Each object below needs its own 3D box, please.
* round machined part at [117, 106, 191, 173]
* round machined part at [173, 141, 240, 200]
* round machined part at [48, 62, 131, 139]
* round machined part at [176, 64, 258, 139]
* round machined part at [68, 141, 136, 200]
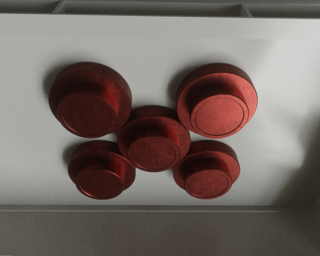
[{"bbox_3d":[-0.008,0.022,0.414,0.099,0.042,0.097,-1,130,0],"label":"round machined part"},{"bbox_3d":[0.069,0.068,0.455,0.099,0.042,0.097,-1,130,0],"label":"round machined part"},{"bbox_3d":[-0.084,-0.026,0.373,0.099,0.042,0.097,-1,130,0],"label":"round machined part"},{"bbox_3d":[0.069,-0.025,0.376,0.099,0.042,0.097,-1,130,0],"label":"round machined part"},{"bbox_3d":[-0.085,0.068,0.453,0.099,0.042,0.097,-1,130,0],"label":"round machined part"}]
